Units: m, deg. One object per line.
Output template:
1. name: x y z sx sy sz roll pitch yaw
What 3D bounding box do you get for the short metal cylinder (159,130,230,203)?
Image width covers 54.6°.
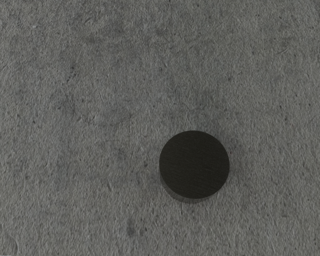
1. short metal cylinder: 0.039 0.049 0.377 0.080 0.050 0.080 0 70 0
